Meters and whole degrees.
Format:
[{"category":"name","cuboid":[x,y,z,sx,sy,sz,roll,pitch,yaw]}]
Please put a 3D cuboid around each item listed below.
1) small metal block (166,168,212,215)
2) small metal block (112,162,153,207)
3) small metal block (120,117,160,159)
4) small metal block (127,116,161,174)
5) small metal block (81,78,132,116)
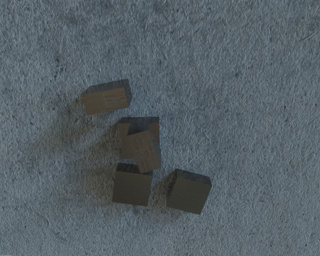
[{"category":"small metal block","cuboid":[0.041,0.091,0.444,0.050,0.025,0.050,16,109,-6]},{"category":"small metal block","cuboid":[-0.039,0.080,0.439,0.050,0.025,0.050,9,110,-4]},{"category":"small metal block","cuboid":[-0.026,0.013,0.414,0.050,0.025,0.050,-1,110,0]},{"category":"small metal block","cuboid":[-0.018,0.019,0.377,0.025,0.050,0.050,-16,109,5]},{"category":"small metal block","cuboid":[-0.063,-0.039,0.381,0.050,0.050,0.025,-10,110,4]}]
